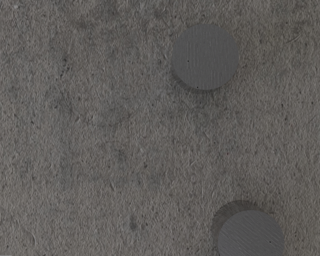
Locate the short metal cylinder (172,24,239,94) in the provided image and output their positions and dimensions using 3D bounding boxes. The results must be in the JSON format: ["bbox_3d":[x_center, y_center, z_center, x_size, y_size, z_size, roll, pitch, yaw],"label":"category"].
[{"bbox_3d":[0.055,-0.086,0.398,0.081,0.050,0.080,0,90,0],"label":"short metal cylinder"}]

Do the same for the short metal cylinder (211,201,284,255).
[{"bbox_3d":[0.110,0.139,0.398,0.081,0.050,0.080,0,90,0],"label":"short metal cylinder"}]
